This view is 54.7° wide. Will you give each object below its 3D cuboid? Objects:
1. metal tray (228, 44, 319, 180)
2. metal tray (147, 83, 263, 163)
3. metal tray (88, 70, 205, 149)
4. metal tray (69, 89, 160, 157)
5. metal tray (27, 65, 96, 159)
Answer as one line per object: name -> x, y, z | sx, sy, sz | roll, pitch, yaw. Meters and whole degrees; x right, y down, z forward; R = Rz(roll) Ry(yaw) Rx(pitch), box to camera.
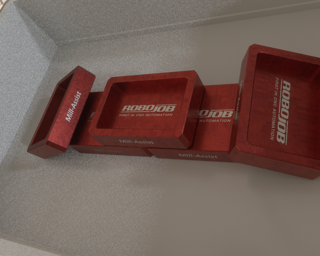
metal tray -> 0.127, -0.020, 0.322 | 0.090, 0.030, 0.130 | 13, 65, 3
metal tray -> 0.054, -0.007, 0.378 | 0.130, 0.030, 0.090 | 0, 62, 28
metal tray -> -0.018, -0.023, 0.385 | 0.130, 0.030, 0.090 | 1, 61, 28
metal tray -> -0.061, -0.009, 0.439 | 0.130, 0.030, 0.090 | 0, 62, 28
metal tray -> -0.150, -0.022, 0.470 | 0.090, 0.030, 0.130 | -17, 50, 50
